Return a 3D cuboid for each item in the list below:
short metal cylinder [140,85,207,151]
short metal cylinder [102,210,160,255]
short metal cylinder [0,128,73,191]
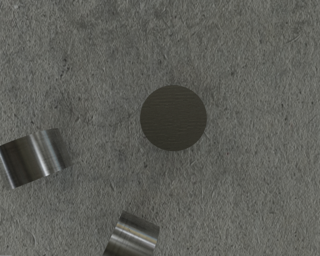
[{"bbox_3d":[0.016,-0.012,0.397,0.081,0.050,0.080,0,90,0],"label":"short metal cylinder"},{"bbox_3d":[-0.040,0.149,0.382,0.050,0.080,0.080,25,90,0],"label":"short metal cylinder"},{"bbox_3d":[-0.155,0.038,0.381,0.080,0.080,0.050,-21,90,0],"label":"short metal cylinder"}]
